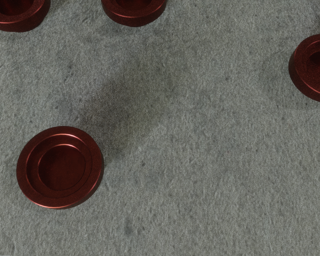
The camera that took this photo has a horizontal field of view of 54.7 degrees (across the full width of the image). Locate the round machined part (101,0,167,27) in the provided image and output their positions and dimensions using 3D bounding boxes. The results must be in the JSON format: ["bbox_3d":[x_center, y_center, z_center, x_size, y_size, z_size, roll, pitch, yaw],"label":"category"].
[{"bbox_3d":[-0.039,-0.194,0.469,0.099,0.042,0.098,0,70,-1],"label":"round machined part"}]

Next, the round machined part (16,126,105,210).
[{"bbox_3d":[-0.117,0.050,0.379,0.099,0.042,0.098,0,70,-1],"label":"round machined part"}]

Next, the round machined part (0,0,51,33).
[{"bbox_3d":[-0.213,-0.184,0.464,0.099,0.042,0.098,0,70,-1],"label":"round machined part"}]

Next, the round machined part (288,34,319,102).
[{"bbox_3d":[0.228,-0.078,0.431,0.099,0.042,0.098,0,70,-1],"label":"round machined part"}]
